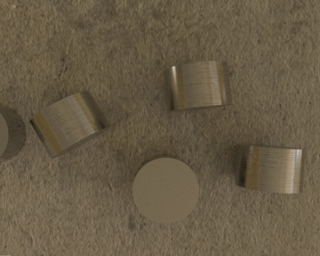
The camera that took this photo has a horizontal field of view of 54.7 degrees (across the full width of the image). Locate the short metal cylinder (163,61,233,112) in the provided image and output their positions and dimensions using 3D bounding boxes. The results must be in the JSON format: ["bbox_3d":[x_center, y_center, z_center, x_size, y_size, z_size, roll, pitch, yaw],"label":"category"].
[{"bbox_3d":[0.046,-0.049,0.383,0.081,0.080,0.050,-6,90,-1],"label":"short metal cylinder"}]

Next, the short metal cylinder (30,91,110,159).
[{"bbox_3d":[-0.109,-0.004,0.381,0.080,0.080,0.050,-30,90,0],"label":"short metal cylinder"}]

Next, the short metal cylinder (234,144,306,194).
[{"bbox_3d":[0.135,0.048,0.384,0.081,0.080,0.050,4,90,-1],"label":"short metal cylinder"}]

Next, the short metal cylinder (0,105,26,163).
[{"bbox_3d":[-0.222,0.008,0.395,0.081,0.050,0.079,0,90,-1],"label":"short metal cylinder"}]

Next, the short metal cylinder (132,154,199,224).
[{"bbox_3d":[0.007,0.075,0.398,0.081,0.050,0.079,0,90,-1],"label":"short metal cylinder"}]
